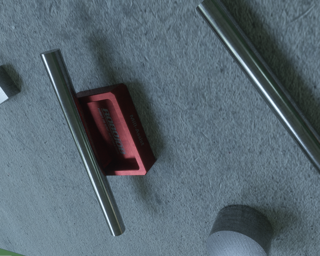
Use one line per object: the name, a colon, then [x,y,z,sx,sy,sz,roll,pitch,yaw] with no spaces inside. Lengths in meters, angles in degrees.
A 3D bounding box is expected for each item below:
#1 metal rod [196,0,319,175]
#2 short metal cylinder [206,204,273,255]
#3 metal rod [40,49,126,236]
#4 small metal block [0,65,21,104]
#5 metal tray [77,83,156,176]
metal rod: [0.139,-0.011,0.326,0.025,0.025,0.300,-33,100,38]
short metal cylinder: [0.111,0.153,0.427,0.080,0.050,0.079,13,124,21]
metal rod: [-0.102,0.037,0.443,0.025,0.025,0.298,0,119,28]
small metal block: [-0.265,-0.067,0.505,0.050,0.025,0.050,-20,108,35]
metal tray: [-0.070,0.007,0.444,0.090,0.030,0.129,-6,116,31]
